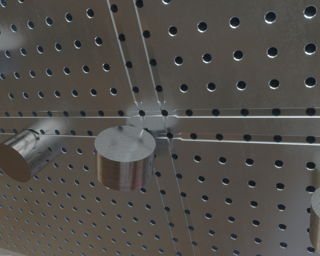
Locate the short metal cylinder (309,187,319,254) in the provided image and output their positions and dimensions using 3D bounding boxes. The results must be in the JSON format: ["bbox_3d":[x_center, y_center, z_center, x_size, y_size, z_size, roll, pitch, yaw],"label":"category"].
[{"bbox_3d":[0.205,0.103,0.331,0.080,0.080,0.050,3,120,26],"label":"short metal cylinder"}]

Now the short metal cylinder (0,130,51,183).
[{"bbox_3d":[-0.243,0.050,0.551,0.080,0.050,0.079,13,124,20],"label":"short metal cylinder"}]

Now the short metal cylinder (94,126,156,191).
[{"bbox_3d":[-0.048,0.040,0.424,0.080,0.080,0.050,18,125,17],"label":"short metal cylinder"}]
